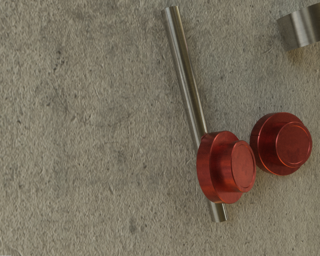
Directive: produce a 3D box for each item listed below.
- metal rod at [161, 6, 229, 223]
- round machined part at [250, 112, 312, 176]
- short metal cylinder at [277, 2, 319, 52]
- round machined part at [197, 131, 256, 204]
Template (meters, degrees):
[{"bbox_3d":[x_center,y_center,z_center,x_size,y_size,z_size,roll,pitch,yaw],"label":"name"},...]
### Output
[{"bbox_3d":[0.050,-0.015,0.428,0.025,0.025,0.298,-16,96,-20],"label":"metal rod"},{"bbox_3d":[0.190,0.024,0.472,0.099,0.042,0.097,0,90,-21],"label":"round machined part"},{"bbox_3d":[0.223,-0.152,0.464,0.081,0.080,0.050,-21,98,-19],"label":"short metal cylinder"},{"bbox_3d":[0.094,0.052,0.415,0.099,0.042,0.097,11,75,-47],"label":"round machined part"}]
